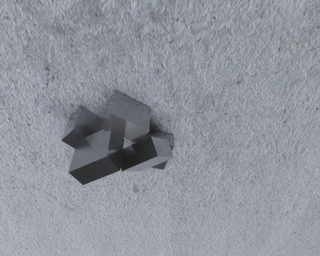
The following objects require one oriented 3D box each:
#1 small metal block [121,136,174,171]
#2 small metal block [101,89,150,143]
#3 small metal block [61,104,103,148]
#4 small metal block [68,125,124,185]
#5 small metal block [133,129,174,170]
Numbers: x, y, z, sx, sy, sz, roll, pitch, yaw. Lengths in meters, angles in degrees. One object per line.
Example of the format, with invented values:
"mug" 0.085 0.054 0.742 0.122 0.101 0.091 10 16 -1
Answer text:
"small metal block" -0.018 0.034 0.388 0.050 0.025 0.050 -25 164 19
"small metal block" -0.040 -0.014 0.380 0.050 0.050 0.025 26 125 -21
"small metal block" -0.092 0.006 0.396 0.025 0.050 0.050 -37 121 27
"small metal block" -0.071 0.031 0.352 0.050 0.050 0.025 -23 127 18
"small metal block" -0.012 0.029 0.433 0.050 0.025 0.050 12 129 -11
